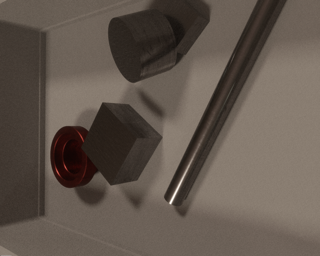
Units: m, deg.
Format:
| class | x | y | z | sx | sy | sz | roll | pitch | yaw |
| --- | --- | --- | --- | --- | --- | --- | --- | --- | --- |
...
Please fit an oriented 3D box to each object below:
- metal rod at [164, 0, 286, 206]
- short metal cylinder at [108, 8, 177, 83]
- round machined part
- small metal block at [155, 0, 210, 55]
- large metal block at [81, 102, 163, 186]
| class | x | y | z | sx | sy | sz | roll | pitch | yaw |
| --- | --- | --- | --- | --- | --- | --- | --- | --- | --- |
| metal rod | 0.073 | -0.039 | 0.344 | 0.025 | 0.025 | 0.298 | 36 | 112 | 34 |
| short metal cylinder | -0.023 | -0.102 | 0.385 | 0.080 | 0.050 | 0.079 | 44 | 148 | 38 |
| round machined part | -0.132 | 0.045 | 0.502 | 0.098 | 0.042 | 0.097 | 0 | 90 | 39 |
| small metal block | 0.025 | -0.128 | 0.385 | 0.050 | 0.025 | 0.050 | 52 | 120 | 27 |
| large metal block | -0.056 | 0.021 | 0.434 | 0.080 | 0.050 | 0.080 | 44 | 116 | 31 |
